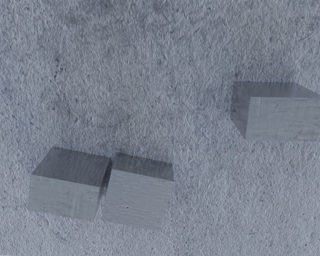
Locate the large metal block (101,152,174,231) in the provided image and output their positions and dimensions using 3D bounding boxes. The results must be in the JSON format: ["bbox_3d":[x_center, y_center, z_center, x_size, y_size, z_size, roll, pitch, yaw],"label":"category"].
[{"bbox_3d":[-0.031,0.087,0.428,0.081,0.050,0.079,13,110,-5],"label":"large metal block"}]

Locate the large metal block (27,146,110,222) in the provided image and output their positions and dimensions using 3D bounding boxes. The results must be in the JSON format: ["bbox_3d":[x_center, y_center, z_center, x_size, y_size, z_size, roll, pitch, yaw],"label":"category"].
[{"bbox_3d":[-0.115,0.070,0.405,0.081,0.080,0.050,12,110,-5],"label":"large metal block"}]

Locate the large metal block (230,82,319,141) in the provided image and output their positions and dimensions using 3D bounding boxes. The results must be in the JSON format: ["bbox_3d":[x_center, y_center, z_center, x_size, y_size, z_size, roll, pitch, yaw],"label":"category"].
[{"bbox_3d":[0.135,-0.023,0.373,0.081,0.080,0.050,1,110,-1],"label":"large metal block"}]
